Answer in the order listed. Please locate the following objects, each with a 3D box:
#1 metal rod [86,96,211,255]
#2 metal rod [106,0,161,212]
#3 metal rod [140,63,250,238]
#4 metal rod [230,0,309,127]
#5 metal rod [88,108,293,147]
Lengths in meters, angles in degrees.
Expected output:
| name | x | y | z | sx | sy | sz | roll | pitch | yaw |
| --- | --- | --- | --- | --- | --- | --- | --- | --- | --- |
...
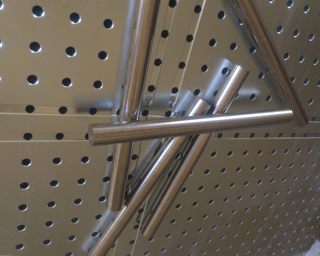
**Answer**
| name | x | y | z | sx | sy | sz | roll | pitch | yaw |
| --- | --- | --- | --- | --- | --- | --- | --- | --- | --- |
| metal rod | -0.022 | 0.084 | 0.452 | 0.025 | 0.025 | 0.299 | 25 | 105 | -37 |
| metal rod | -0.037 | -0.019 | 0.380 | 0.025 | 0.025 | 0.298 | -2 | 120 | -28 |
| metal rod | 0.045 | 0.044 | 0.465 | 0.025 | 0.025 | 0.298 | 16 | 110 | -35 |
| metal rod | 0.164 | -0.092 | 0.446 | 0.025 | 0.025 | 0.300 | -44 | 130 | 2 |
| metal rod | 0.059 | -0.005 | 0.408 | 0.303 | 0.025 | 0.025 | -6 | 121 | -26 |
